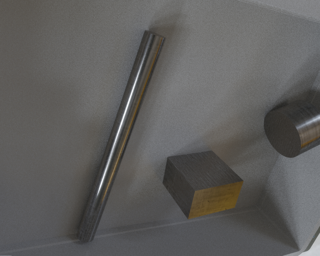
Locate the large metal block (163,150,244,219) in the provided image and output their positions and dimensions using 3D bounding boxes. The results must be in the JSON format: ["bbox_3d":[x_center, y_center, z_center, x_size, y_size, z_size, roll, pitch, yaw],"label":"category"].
[{"bbox_3d":[0.061,0.080,0.458,0.081,0.080,0.050,-5,121,-26],"label":"large metal block"}]

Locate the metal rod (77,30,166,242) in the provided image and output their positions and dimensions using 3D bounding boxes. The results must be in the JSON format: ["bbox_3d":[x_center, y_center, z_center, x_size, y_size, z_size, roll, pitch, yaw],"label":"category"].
[{"bbox_3d":[-0.056,0.026,0.395,0.025,0.025,0.298,8,115,-32],"label":"metal rod"}]

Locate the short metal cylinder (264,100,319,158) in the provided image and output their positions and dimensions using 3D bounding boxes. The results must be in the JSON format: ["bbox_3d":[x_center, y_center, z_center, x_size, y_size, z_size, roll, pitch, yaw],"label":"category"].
[{"bbox_3d":[0.213,0.001,0.493,0.050,0.080,0.080,-23,127,-15],"label":"short metal cylinder"}]
